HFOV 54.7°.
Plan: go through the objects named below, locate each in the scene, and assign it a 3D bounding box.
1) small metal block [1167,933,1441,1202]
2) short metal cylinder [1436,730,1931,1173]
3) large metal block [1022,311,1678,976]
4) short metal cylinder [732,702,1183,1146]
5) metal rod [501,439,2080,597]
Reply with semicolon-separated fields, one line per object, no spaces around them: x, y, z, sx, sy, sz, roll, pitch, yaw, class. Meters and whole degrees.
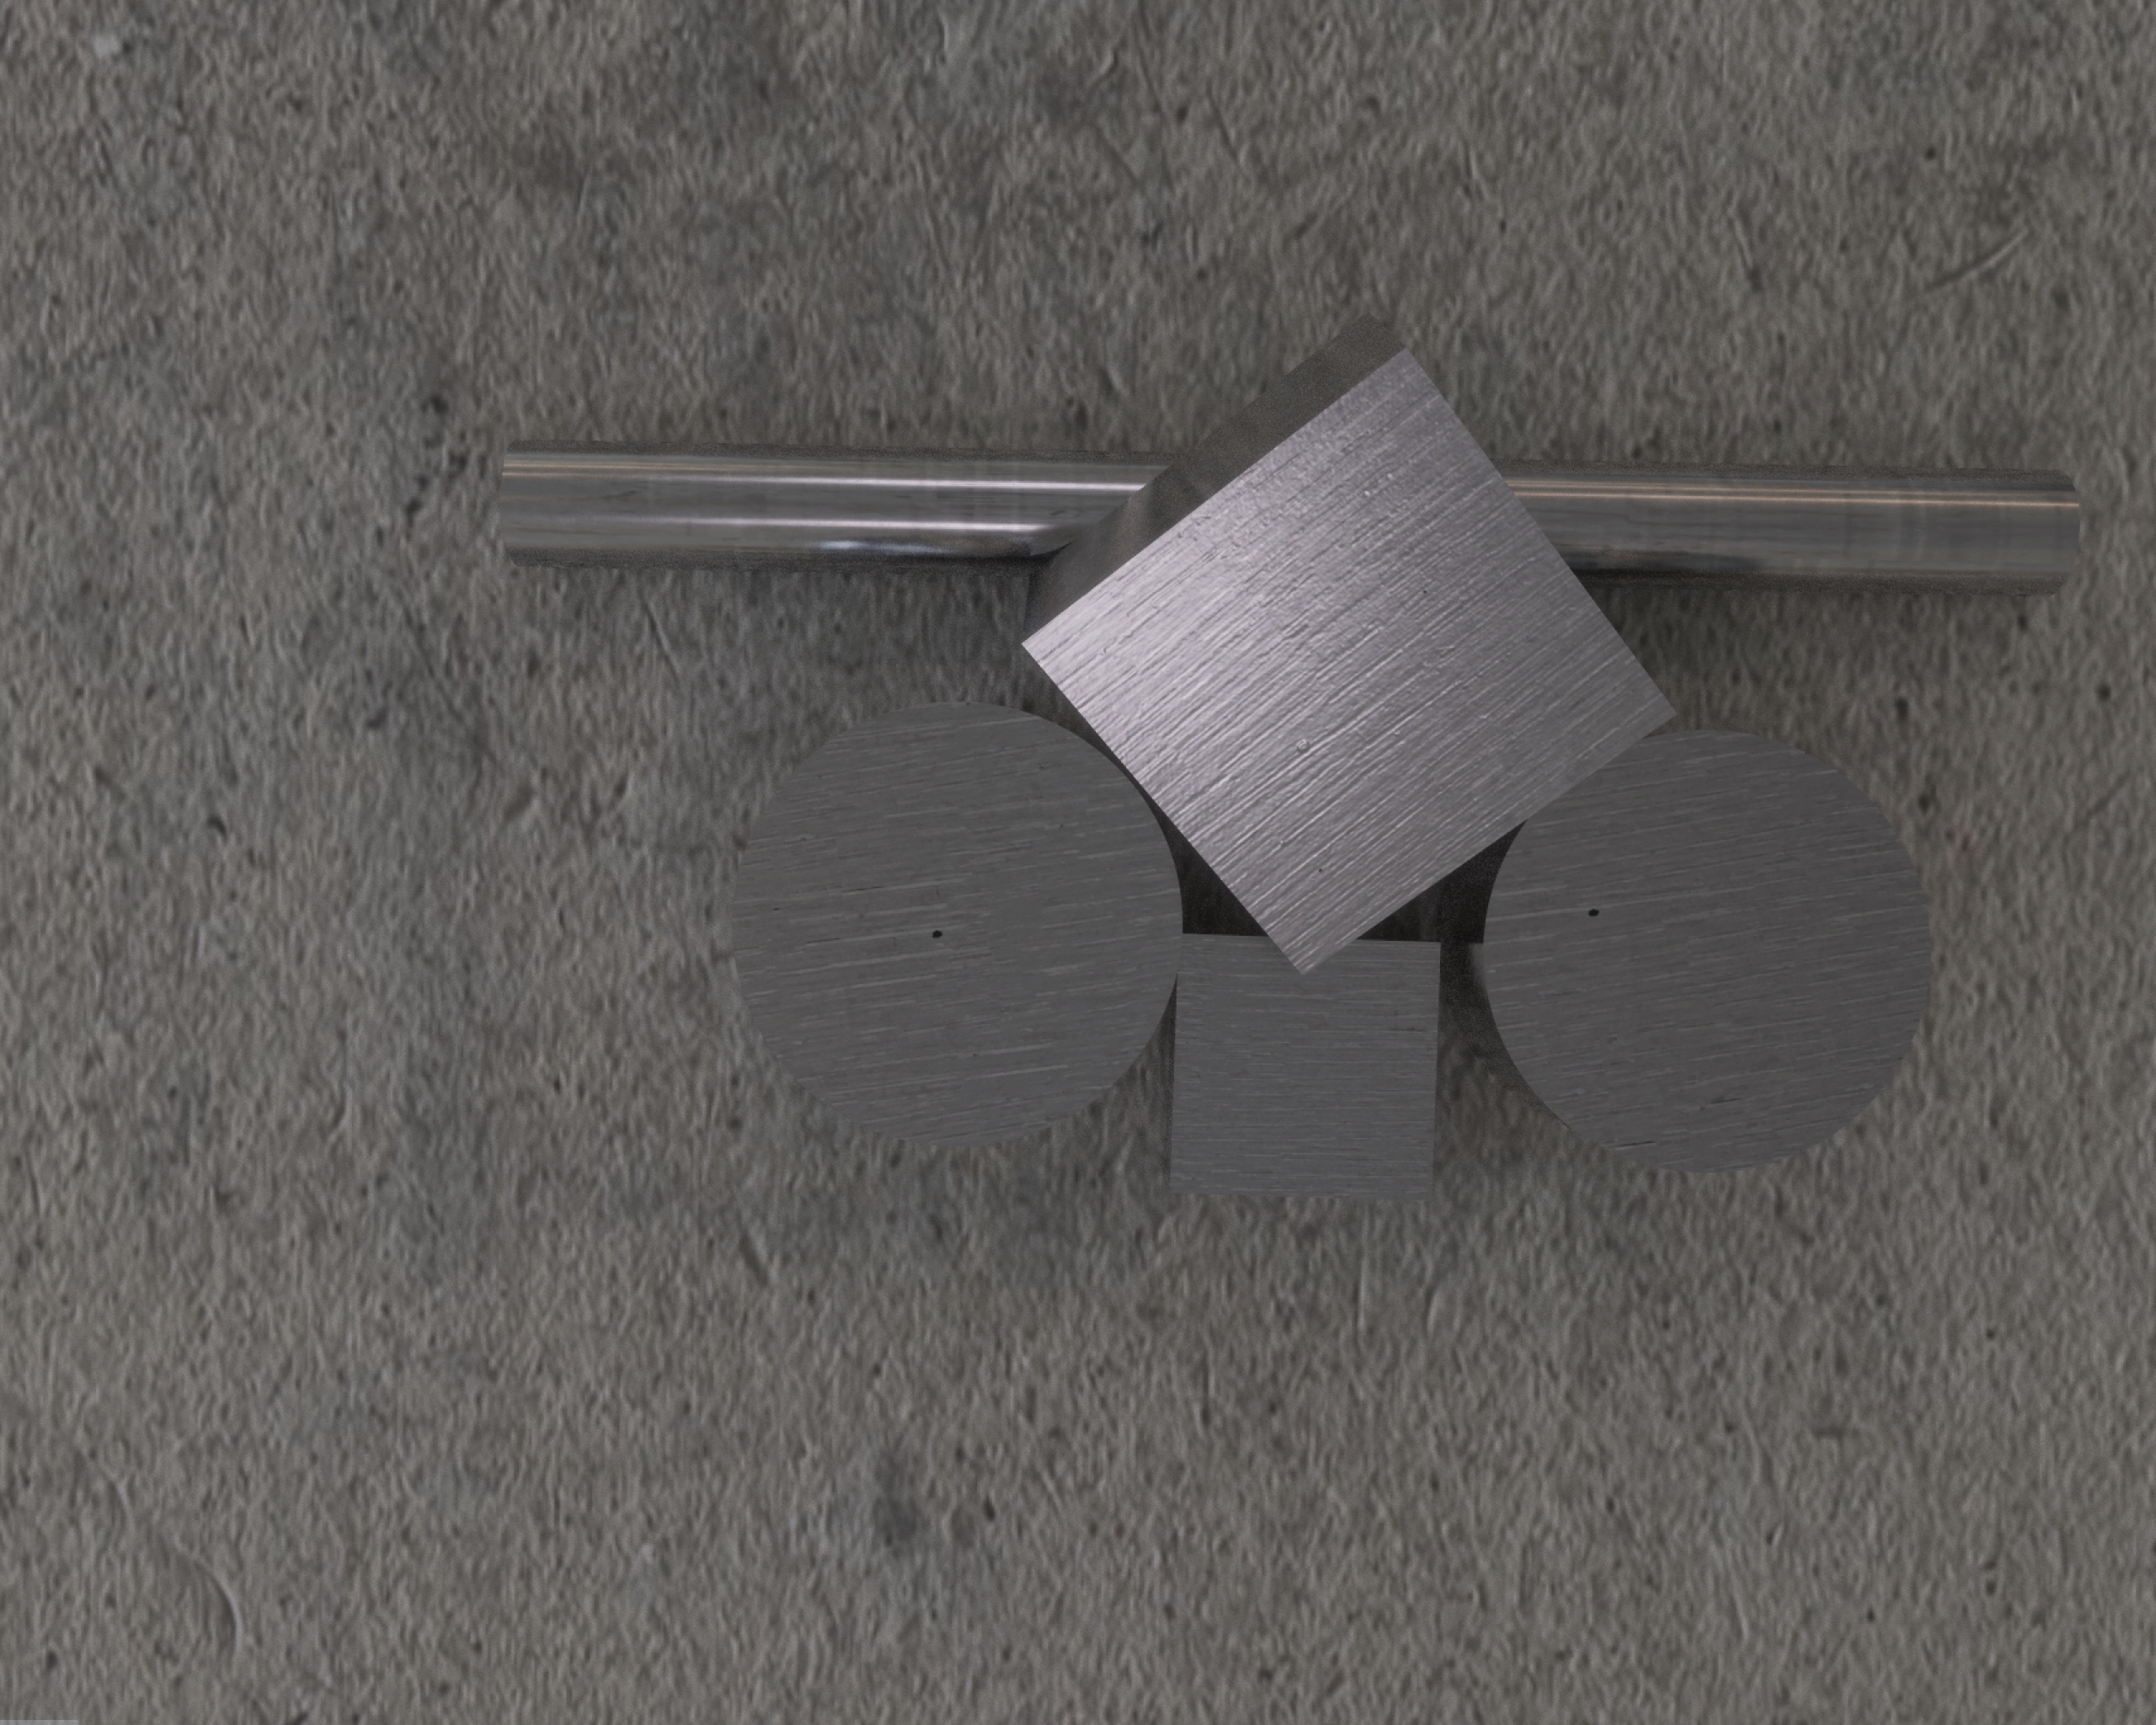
0.044;0.039;0.412;0.050;0.025;0.050;2;90;0;small metal block
0.113;0.016;0.399;0.081;0.050;0.079;0;90;0;short metal cylinder
0.047;-0.041;0.381;0.080;0.050;0.080;-37;107;13;large metal block
-0.021;0.011;0.398;0.081;0.050;0.079;0;90;0;short metal cylinder
0.041;-0.068;0.411;0.302;0.025;0.025;1;90;0;metal rod
